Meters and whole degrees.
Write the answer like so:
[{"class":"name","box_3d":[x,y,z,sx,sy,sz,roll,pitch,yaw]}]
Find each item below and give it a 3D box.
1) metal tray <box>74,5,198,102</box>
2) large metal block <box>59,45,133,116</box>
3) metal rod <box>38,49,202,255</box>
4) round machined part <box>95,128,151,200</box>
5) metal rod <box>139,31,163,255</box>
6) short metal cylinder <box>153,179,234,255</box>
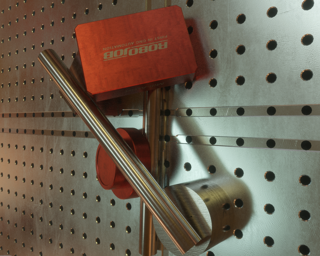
[{"class":"metal tray","box_3d":[-0.029,-0.091,0.376,0.131,0.030,0.090,-13,79,-4]},{"class":"large metal block","box_3d":[-0.083,-0.065,0.441,0.050,0.081,0.080,49,119,28]},{"class":"metal rod","box_3d":[-0.059,0.013,0.364,0.300,0.025,0.025,50,119,19]},{"class":"round machined part","box_3d":[-0.056,0.048,0.421,0.098,0.042,0.097,-1,89,57]},{"class":"metal rod","box_3d":[-0.011,0.020,0.417,0.025,0.025,0.298,3,92,39]},{"class":"short metal cylinder","box_3d":[0.038,0.103,0.361,0.080,0.050,0.079,0,90,39]}]
